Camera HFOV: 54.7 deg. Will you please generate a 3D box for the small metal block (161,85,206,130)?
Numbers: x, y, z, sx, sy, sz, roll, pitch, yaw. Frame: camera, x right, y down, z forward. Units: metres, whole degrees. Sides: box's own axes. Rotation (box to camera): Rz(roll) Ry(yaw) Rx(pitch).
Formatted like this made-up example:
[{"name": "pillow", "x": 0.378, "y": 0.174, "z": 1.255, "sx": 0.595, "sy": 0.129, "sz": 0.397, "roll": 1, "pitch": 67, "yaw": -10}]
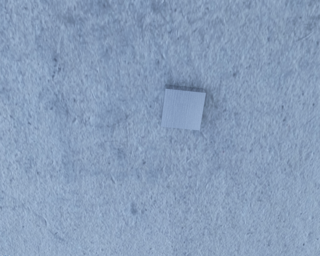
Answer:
[{"name": "small metal block", "x": 0.029, "y": -0.027, "z": 0.400, "sx": 0.050, "sy": 0.025, "sz": 0.050, "roll": 6, "pitch": 110, "yaw": -3}]
